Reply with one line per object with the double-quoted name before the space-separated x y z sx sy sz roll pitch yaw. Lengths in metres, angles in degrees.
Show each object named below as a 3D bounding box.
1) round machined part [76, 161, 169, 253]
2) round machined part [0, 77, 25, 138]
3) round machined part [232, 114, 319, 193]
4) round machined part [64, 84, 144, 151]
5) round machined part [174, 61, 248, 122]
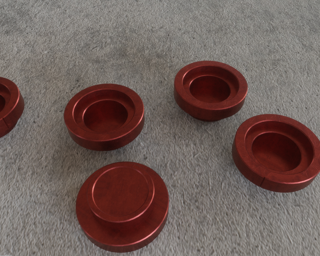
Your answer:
"round machined part" -0.040 0.075 0.328 0.099 0.042 0.098 0 50 0
"round machined part" -0.229 -0.020 0.408 0.099 0.042 0.098 0 50 0
"round machined part" 0.134 0.033 0.365 0.099 0.042 0.098 0 50 0
"round machined part" -0.069 -0.009 0.399 0.099 0.042 0.098 0 50 0
"round machined part" 0.068 -0.047 0.432 0.099 0.042 0.098 0 50 0
